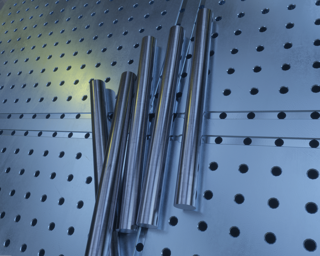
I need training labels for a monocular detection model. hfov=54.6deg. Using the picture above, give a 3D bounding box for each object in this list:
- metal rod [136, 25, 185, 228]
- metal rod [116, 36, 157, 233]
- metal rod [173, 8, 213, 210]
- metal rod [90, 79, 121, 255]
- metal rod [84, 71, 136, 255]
[{"bbox_3d":[0.006,-0.021,0.418,0.025,0.025,0.300,-5,59,26],"label":"metal rod"},{"bbox_3d":[-0.028,-0.011,0.430,0.025,0.025,0.300,-9,57,23],"label":"metal rod"},{"bbox_3d":[0.049,-0.044,0.410,0.025,0.025,0.300,-5,59,26],"label":"metal rod"},{"bbox_3d":[-0.077,0.049,0.419,0.025,0.025,0.300,-23,53,15],"label":"metal rod"},{"bbox_3d":[-0.058,0.041,0.394,0.025,0.025,0.300,-12,50,22],"label":"metal rod"}]
